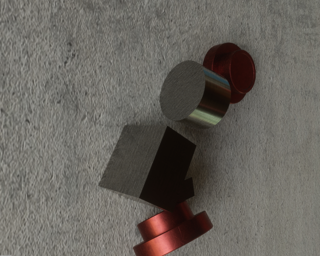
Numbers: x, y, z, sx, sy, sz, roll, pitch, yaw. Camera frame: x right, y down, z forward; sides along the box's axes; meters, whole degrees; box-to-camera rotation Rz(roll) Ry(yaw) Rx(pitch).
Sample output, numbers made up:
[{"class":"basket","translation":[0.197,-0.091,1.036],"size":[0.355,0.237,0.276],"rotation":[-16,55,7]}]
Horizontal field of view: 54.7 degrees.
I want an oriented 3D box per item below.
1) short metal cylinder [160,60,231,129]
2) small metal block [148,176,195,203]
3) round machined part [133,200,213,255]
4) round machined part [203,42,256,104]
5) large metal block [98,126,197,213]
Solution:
[{"class":"short metal cylinder","translation":[0.045,-0.043,0.409],"size":[0.050,0.080,0.080],"rotation":[16,80,-39]},{"class":"small metal block","translation":[0.008,0.079,0.397],"size":[0.050,0.050,0.025],"rotation":[-14,99,-40]},{"class":"round machined part","translation":[0.011,0.122,0.378],"size":[0.099,0.098,0.042],"rotation":[-14,70,-39]},{"class":"round machined part","translation":[0.116,-0.087,0.494],"size":[0.099,0.042,0.097],"rotation":[0,90,-40]},{"class":"large metal block","translation":[-0.015,0.044,0.358],"size":[0.050,0.080,0.080],"rotation":[34,69,-35]}]
